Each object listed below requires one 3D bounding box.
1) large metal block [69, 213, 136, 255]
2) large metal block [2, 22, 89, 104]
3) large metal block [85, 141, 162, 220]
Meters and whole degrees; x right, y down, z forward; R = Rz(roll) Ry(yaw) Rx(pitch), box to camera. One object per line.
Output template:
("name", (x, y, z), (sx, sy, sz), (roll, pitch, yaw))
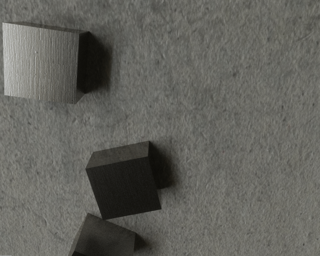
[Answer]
("large metal block", (-0.085, 0.180, 0.446), (0.080, 0.080, 0.050), (26, 108, -10))
("large metal block", (-0.132, -0.078, 0.366), (0.081, 0.050, 0.079), (7, 110, -3))
("large metal block", (-0.046, 0.071, 0.422), (0.080, 0.050, 0.079), (-12, 110, 4))
